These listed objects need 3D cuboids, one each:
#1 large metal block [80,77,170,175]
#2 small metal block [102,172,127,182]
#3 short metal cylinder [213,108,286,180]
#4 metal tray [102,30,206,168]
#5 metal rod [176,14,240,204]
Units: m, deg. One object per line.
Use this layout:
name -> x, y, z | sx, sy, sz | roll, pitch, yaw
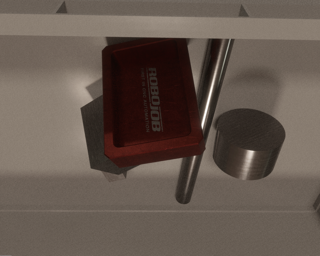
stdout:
large metal block -> -0.040, 0.000, 0.363 | 0.080, 0.080, 0.050 | -27, 152, 21
small metal block -> -0.065, 0.037, 0.423 | 0.025, 0.050, 0.050 | -14, 129, 13
short metal cylinder -> 0.110, 0.019, 0.391 | 0.081, 0.080, 0.050 | 1, 130, -1
metal tray -> -0.010, -0.031, 0.313 | 0.090, 0.130, 0.030 | -10, 154, 8
metal rod -> 0.053, 0.002, 0.411 | 0.025, 0.025, 0.298 | 4, 130, -4
